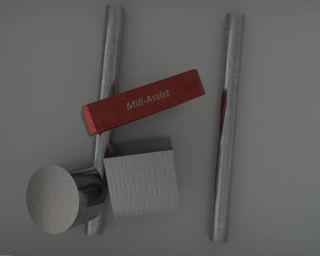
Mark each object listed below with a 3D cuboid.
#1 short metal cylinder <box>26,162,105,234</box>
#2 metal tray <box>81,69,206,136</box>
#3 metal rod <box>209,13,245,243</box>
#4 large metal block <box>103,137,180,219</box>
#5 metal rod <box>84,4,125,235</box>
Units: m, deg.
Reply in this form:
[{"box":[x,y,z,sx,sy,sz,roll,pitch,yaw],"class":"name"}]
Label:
[{"box":[-0.116,0.084,0.383,0.080,0.050,0.080,-1,87,24],"class":"short metal cylinder"},{"box":[-0.024,-0.027,0.362,0.131,0.090,0.030,-21,92,-15],"class":"metal tray"},{"box":[0.089,0.000,0.412,0.025,0.025,0.298,4,90,-1],"class":"metal rod"},{"box":[-0.021,0.061,0.389,0.081,0.050,0.079,-7,106,-1],"class":"large metal block"},{"box":[-0.074,-0.011,0.410,0.025,0.025,0.298,6,90,-1],"class":"metal rod"}]
